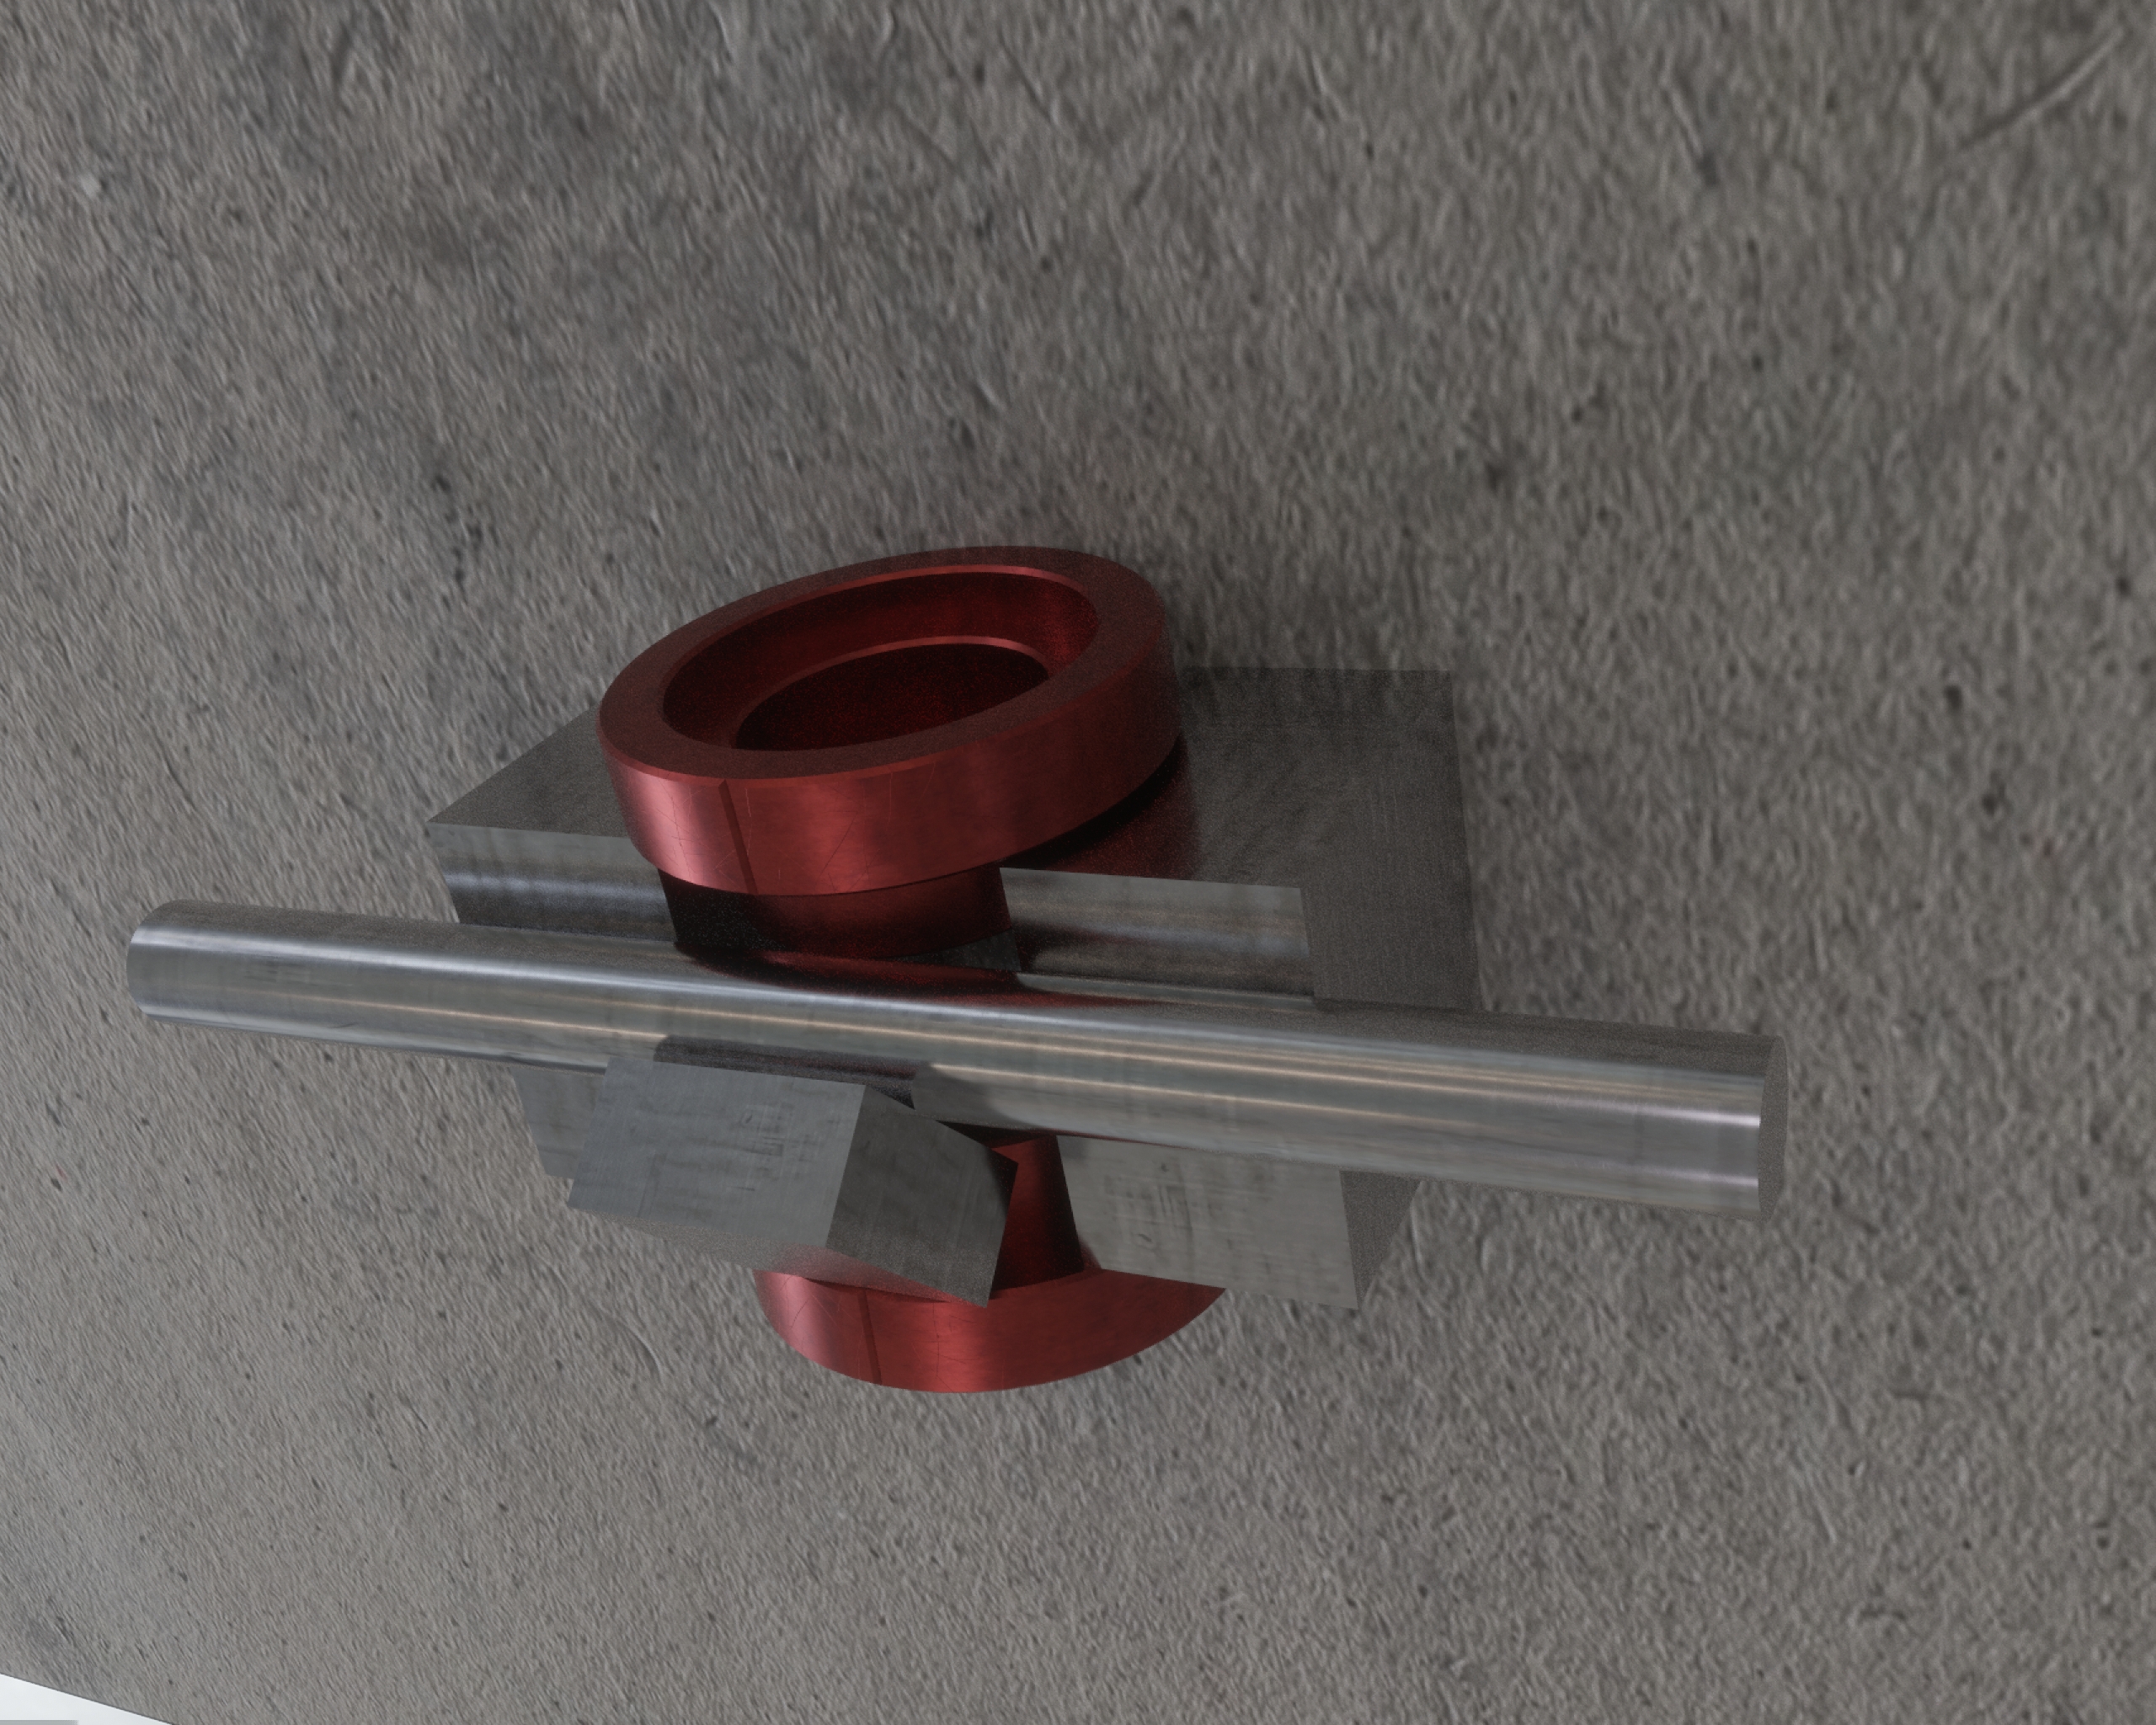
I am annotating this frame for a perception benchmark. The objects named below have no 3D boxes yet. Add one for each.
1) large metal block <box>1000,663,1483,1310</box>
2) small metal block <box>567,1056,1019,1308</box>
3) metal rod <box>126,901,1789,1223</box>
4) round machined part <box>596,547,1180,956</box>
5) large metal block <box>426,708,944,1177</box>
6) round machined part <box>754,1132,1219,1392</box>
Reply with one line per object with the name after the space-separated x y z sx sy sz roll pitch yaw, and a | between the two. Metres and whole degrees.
0.034 0.018 0.366 0.050 0.080 0.079 4 120 26 | large metal block
-0.046 0.053 0.344 0.050 0.025 0.050 3 160 29 | small metal block
-0.042 0.028 0.344 0.301 0.025 0.025 3 120 26 | metal rod
-0.030 -0.018 0.366 0.098 0.098 0.042 4 121 26 | round machined part
-0.073 0.010 0.418 0.050 0.080 0.079 4 120 26 | large metal block
-0.017 0.055 0.404 0.098 0.098 0.042 5 115 26 | round machined part
